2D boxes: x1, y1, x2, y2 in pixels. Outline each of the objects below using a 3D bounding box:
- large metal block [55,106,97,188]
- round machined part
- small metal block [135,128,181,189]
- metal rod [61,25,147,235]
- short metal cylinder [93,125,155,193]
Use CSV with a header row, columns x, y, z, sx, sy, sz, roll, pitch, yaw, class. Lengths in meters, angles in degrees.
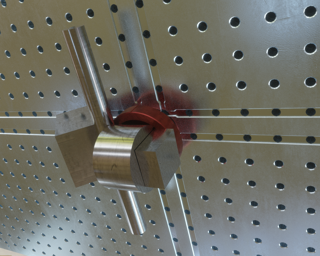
x,y,z,sx,sy,sz,roll,pitch,yaw,class
-0.108,0.023,0.437,0.050,0.080,0.079,-18,116,-9,large metal block
-0.015,0.013,0.413,0.098,0.042,0.097,13,124,20,round machined part
-0.001,0.034,0.361,0.025,0.050,0.050,1,119,27,small metal block
-0.064,0.021,0.402,0.025,0.025,0.298,1,119,27,metal rod
-0.036,0.036,0.376,0.050,0.080,0.079,1,119,27,short metal cylinder
